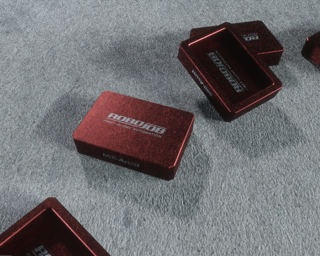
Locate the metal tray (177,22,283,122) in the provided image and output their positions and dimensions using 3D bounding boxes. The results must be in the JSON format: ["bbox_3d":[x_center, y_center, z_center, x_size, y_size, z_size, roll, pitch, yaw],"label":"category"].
[{"bbox_3d":[0.097,-0.083,0.442,0.091,0.030,0.130,-28,71,-15],"label":"metal tray"}]

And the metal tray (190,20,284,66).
[{"bbox_3d":[0.124,-0.135,0.514,0.131,0.030,0.090,-10,51,-9],"label":"metal tray"}]

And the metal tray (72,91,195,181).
[{"bbox_3d":[-0.031,0.006,0.395,0.130,0.030,0.090,16,52,12],"label":"metal tray"}]

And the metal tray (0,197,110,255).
[{"bbox_3d":[-0.095,0.137,0.283,0.130,0.030,0.090,35,58,26],"label":"metal tray"}]

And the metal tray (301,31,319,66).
[{"bbox_3d":[0.316,-0.138,0.518,0.131,0.030,0.090,-30,56,-23],"label":"metal tray"}]
